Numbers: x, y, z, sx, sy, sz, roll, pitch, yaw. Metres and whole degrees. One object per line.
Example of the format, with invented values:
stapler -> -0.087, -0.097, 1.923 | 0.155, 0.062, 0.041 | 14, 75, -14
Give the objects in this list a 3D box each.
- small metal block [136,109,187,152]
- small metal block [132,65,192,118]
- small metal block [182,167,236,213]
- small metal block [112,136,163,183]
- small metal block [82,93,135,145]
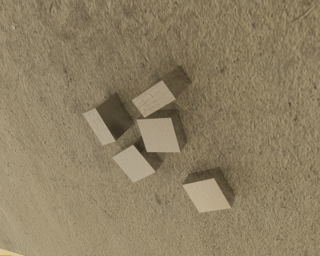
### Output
small metal block -> 0.003, 0.004, 0.408 | 0.050, 0.025, 0.050 | -2, 118, 29
small metal block -> 0.003, -0.043, 0.363 | 0.050, 0.050, 0.025 | -28, 103, 37
small metal block -> 0.067, 0.086, 0.424 | 0.050, 0.025, 0.050 | -20, 108, 35
small metal block -> -0.033, 0.047, 0.453 | 0.050, 0.025, 0.050 | -32, 101, 38
small metal block -> -0.068, -0.013, 0.419 | 0.025, 0.050, 0.050 | -18, 109, 35
